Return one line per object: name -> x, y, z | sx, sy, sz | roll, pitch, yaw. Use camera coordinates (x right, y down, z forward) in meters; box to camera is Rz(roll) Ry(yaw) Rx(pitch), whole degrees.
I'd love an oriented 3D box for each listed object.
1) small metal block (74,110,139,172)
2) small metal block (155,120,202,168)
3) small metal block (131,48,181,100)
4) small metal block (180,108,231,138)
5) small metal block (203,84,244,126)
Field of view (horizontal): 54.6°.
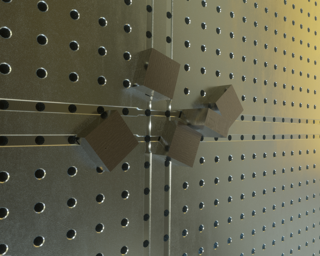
small metal block -> -0.060, 0.014, 0.358 | 0.050, 0.025, 0.050 | -46, 117, -30
small metal block -> 0.027, 0.022, 0.430 | 0.050, 0.025, 0.050 | 29, 72, -36
small metal block -> -0.005, -0.069, 0.404 | 0.050, 0.025, 0.050 | 21, 77, -38
small metal block -> 0.064, -0.007, 0.445 | 0.050, 0.050, 0.025 | 26, 74, -37
small metal block -> 0.102, -0.033, 0.493 | 0.050, 0.025, 0.050 | -46, 117, -30
